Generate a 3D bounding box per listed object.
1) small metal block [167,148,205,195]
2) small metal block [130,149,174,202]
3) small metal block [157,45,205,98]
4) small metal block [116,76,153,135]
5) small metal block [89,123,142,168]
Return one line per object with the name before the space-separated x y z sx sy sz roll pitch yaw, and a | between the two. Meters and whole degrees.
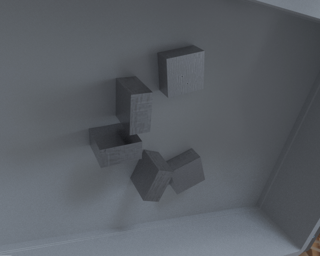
small metal block | 0.038 0.066 0.472 0.050 0.025 0.050 -26 128 -13
small metal block | -0.012 0.065 0.428 0.025 0.050 0.050 14 111 -34
small metal block | 0.026 -0.070 0.381 0.050 0.025 0.050 -17 125 -19
small metal block | -0.031 -0.027 0.360 0.025 0.050 0.050 -9 123 -24
small metal block | -0.055 0.019 0.376 0.050 0.050 0.025 -11 123 -23
